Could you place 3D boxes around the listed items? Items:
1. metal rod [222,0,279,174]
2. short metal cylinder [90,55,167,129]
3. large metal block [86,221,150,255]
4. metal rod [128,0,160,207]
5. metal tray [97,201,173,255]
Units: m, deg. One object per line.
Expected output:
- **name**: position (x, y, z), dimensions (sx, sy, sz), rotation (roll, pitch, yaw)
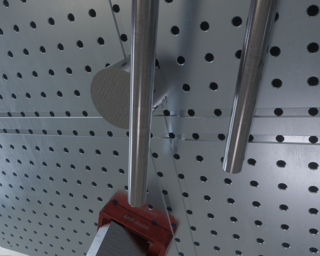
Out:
- **metal rod**: position (0.095, -0.076, 0.313), dimensions (0.025, 0.025, 0.298), rotation (15, 125, 20)
- **short metal cylinder**: position (-0.038, -0.045, 0.387), dimensions (0.080, 0.050, 0.079), rotation (13, 124, 21)
- **large metal block**: position (-0.075, 0.216, 0.518), dimensions (0.080, 0.080, 0.050), rotation (36, 138, -13)
- **metal rod**: position (-0.021, -0.025, 0.342), dimensions (0.025, 0.025, 0.298), rotation (17, 125, 18)
- **metal tray**: position (-0.049, 0.196, 0.554), dimensions (0.130, 0.030, 0.089), rotation (24, 127, 13)
